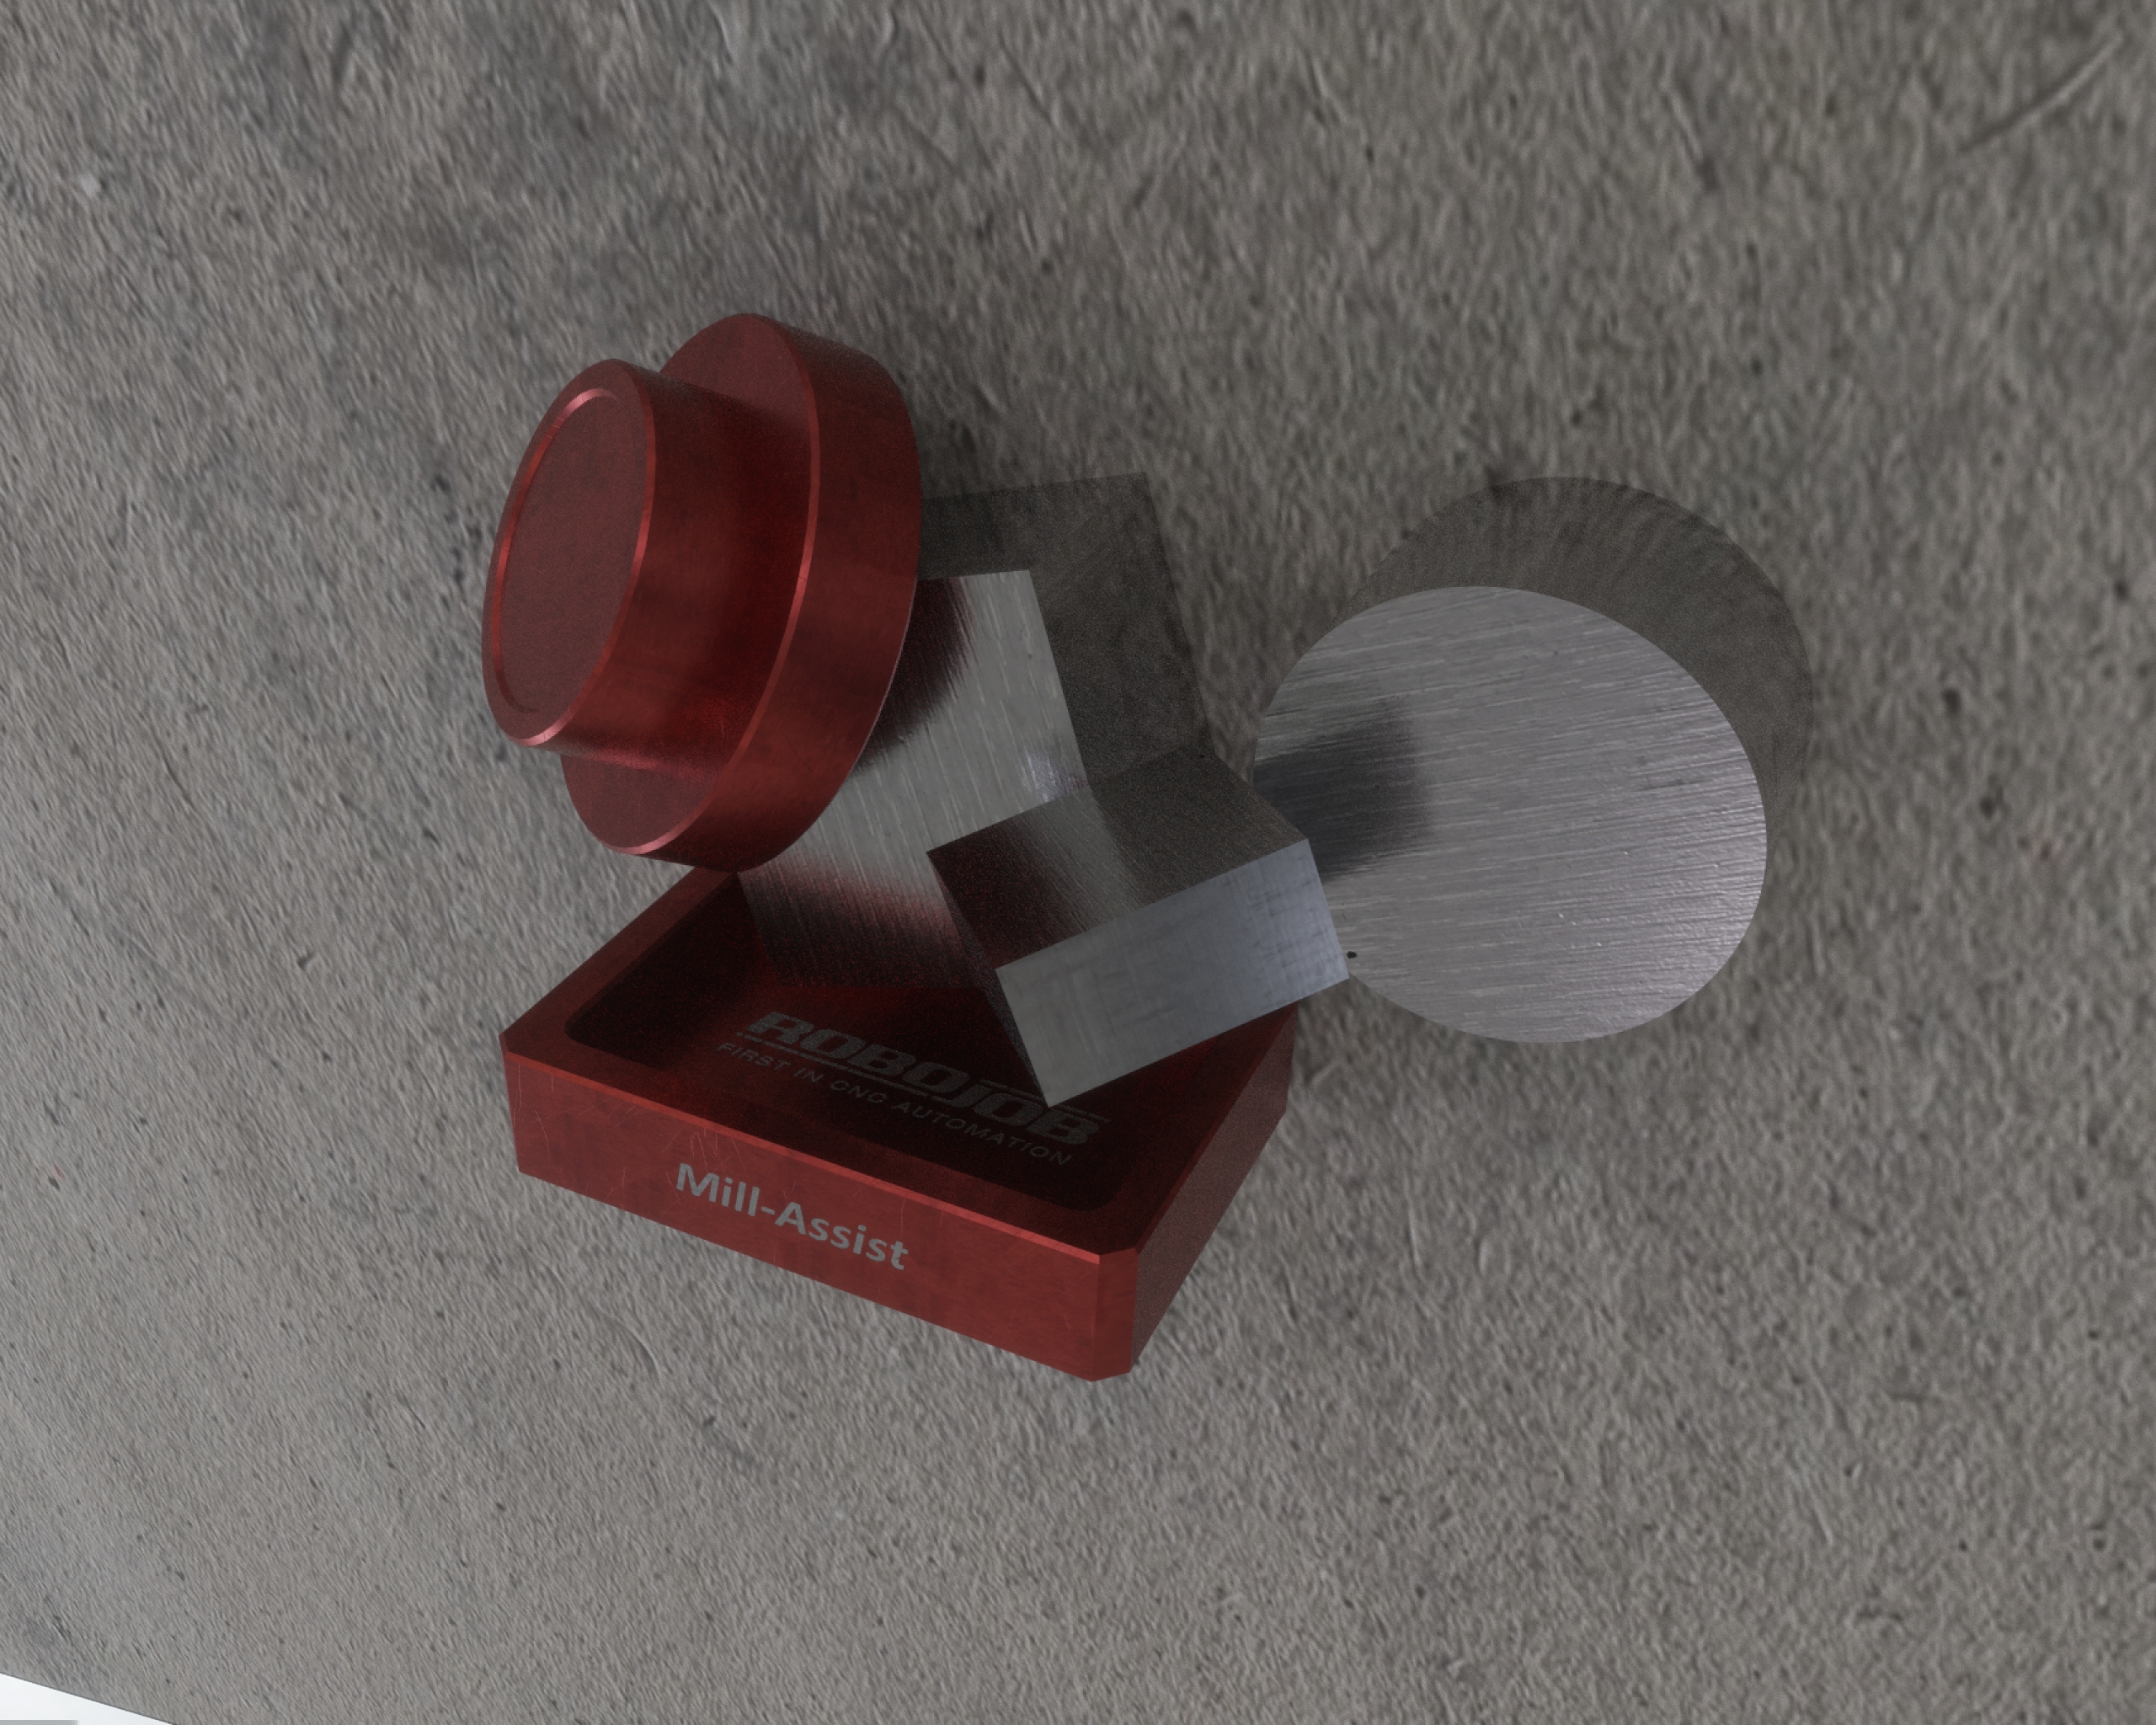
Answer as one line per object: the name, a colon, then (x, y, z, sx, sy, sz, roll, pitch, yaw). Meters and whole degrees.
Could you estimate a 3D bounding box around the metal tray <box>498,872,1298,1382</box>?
metal tray: (-0.033, 0.042, 0.409, 0.130, 0.090, 0.030, 16, 125, 19)

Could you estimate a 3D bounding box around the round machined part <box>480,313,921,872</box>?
round machined part: (-0.072, -0.050, 0.367, 0.042, 0.098, 0.098, 13, 140, -36)

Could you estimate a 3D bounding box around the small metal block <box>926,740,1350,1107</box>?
small metal block: (0.008, 0.008, 0.334, 0.050, 0.050, 0.025, -23, 115, -7)

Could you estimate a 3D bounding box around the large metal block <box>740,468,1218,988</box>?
large metal block: (-0.023, -0.023, 0.391, 0.080, 0.050, 0.080, -1, 118, 29)

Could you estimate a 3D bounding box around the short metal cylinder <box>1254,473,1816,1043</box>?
short metal cylinder: (0.075, -0.017, 0.343, 0.080, 0.050, 0.079, 13, 124, 21)
